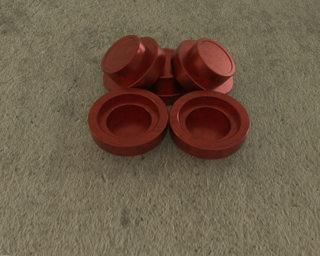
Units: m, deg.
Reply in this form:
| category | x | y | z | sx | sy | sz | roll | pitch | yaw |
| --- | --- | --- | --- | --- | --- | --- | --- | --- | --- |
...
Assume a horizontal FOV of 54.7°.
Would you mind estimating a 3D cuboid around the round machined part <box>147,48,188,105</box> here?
| category | x | y | z | sx | sy | sz | roll | pitch | yaw |
| --- | --- | --- | --- | --- | --- | --- | --- | --- | --- |
| round machined part | 0.007 | -0.082 | 0.462 | 0.099 | 0.042 | 0.098 | 0 | 50 | 0 |

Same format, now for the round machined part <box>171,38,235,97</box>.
| category | x | y | z | sx | sy | sz | roll | pitch | yaw |
| --- | --- | --- | --- | --- | --- | --- | --- | --- | --- |
| round machined part | 0.068 | -0.089 | 0.441 | 0.099 | 0.042 | 0.098 | 19 | 52 | -25 |

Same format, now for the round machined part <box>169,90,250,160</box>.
| category | x | y | z | sx | sy | sz | roll | pitch | yaw |
| --- | --- | --- | --- | --- | --- | --- | --- | --- | --- |
| round machined part | 0.060 | 0.000 | 0.394 | 0.099 | 0.042 | 0.098 | 0 | 50 | 0 |

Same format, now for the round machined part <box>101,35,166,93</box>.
| category | x | y | z | sx | sy | sz | roll | pitch | yaw |
| --- | --- | --- | --- | --- | --- | --- | --- | --- | --- |
| round machined part | -0.044 | -0.093 | 0.440 | 0.098 | 0.042 | 0.098 | -21 | 49 | 26 |

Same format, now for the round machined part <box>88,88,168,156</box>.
| category | x | y | z | sx | sy | sz | roll | pitch | yaw |
| --- | --- | --- | --- | --- | --- | --- | --- | --- | --- |
| round machined part | -0.039 | -0.003 | 0.396 | 0.099 | 0.042 | 0.098 | 0 | 50 | 0 |
